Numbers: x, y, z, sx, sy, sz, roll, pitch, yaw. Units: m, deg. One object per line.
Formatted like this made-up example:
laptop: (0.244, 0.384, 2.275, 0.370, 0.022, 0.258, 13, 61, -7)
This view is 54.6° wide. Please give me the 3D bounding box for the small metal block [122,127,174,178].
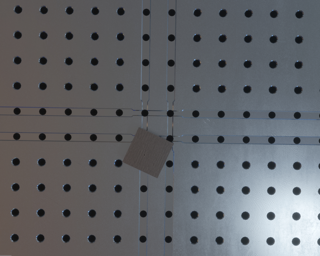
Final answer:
small metal block: (-0.015, 0.032, 0.413, 0.050, 0.025, 0.050, 25, 90, 0)
